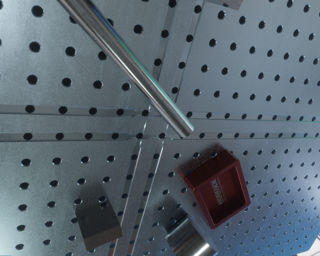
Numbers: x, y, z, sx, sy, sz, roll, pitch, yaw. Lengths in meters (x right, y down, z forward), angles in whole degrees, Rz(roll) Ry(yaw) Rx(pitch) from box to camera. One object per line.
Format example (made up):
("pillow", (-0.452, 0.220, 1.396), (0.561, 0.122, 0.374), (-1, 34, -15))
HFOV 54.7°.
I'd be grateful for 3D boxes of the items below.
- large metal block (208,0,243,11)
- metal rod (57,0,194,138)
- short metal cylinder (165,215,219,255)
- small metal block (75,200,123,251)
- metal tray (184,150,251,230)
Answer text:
("large metal block", (0.057, -0.179, 0.317), (0.081, 0.050, 0.079), (12, 112, -34))
("metal rod", (-0.043, -0.081, 0.338), (0.025, 0.025, 0.300), (-43, 130, 1))
("short metal cylinder", (0.055, 0.197, 0.530), (0.050, 0.080, 0.080), (-42, 130, 0))
("small metal block", (-0.086, 0.135, 0.433), (0.050, 0.050, 0.025), (-17, 125, -19))
("metal tray", (0.103, 0.110, 0.534), (0.090, 0.030, 0.130), (-32, 129, -8))
